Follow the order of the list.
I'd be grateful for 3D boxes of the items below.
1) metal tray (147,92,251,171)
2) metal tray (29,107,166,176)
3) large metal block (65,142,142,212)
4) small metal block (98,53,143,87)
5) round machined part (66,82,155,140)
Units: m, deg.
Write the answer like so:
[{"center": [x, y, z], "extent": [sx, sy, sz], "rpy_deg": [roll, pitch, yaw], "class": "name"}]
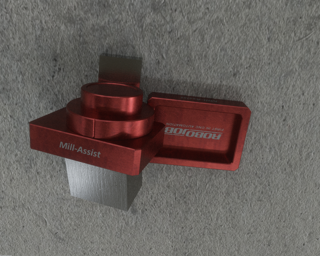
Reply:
[{"center": [0.045, 0.005, 0.411], "extent": [0.131, 0.030, 0.089], "rpy_deg": [6, 110, -3], "class": "metal tray"}, {"center": [-0.069, 0.008, 0.360], "extent": [0.131, 0.090, 0.030], "rpy_deg": [13, 111, 14], "class": "metal tray"}, {"center": [-0.069, 0.051, 0.395], "extent": [0.080, 0.050, 0.079], "rpy_deg": [12, 124, 14], "class": "large metal block"}, {"center": [-0.049, -0.064, 0.387], "extent": [0.050, 0.025, 0.050], "rpy_deg": [6, 110, -3], "class": "small metal block"}, {"center": [-0.055, -0.024, 0.351], "extent": [0.099, 0.098, 0.042], "rpy_deg": [6, 110, -3], "class": "round machined part"}]
